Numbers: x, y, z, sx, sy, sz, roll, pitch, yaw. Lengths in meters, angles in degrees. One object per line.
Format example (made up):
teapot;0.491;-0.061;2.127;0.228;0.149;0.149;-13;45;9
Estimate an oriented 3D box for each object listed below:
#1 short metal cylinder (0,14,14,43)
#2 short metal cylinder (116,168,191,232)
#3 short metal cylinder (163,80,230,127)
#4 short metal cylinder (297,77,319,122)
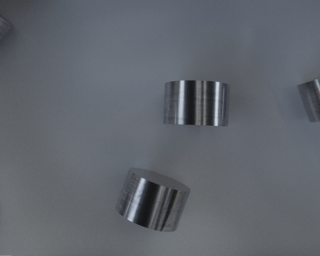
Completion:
short metal cylinder;-0.232;-0.135;0.381;0.080;0.080;0.050;39;90;-1
short metal cylinder;-0.008;0.087;0.384;0.080;0.080;0.050;19;90;-1
short metal cylinder;0.045;-0.028;0.385;0.081;0.080;0.050;2;90;-1
short metal cylinder;0.221;-0.044;0.387;0.080;0.080;0.050;-19;90;0
